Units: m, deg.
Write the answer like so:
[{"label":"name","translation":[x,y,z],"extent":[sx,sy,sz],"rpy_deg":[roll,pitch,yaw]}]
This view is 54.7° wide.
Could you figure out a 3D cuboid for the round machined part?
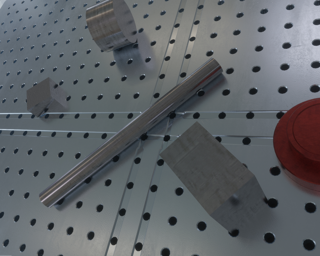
[{"label":"round machined part","translation":[0.163,0.010,0.306],"extent":[0.098,0.042,0.098],"rpy_deg":[-13,56,21]}]

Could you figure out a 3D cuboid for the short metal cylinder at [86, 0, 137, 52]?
[{"label":"short metal cylinder","translation":[-0.080,-0.174,0.522],"extent":[0.050,0.080,0.080],"rpy_deg":[-15,56,20]}]

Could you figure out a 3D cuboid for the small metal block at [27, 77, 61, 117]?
[{"label":"small metal block","translation":[-0.208,-0.055,0.551],"extent":[0.050,0.025,0.050],"rpy_deg":[-28,52,10]}]

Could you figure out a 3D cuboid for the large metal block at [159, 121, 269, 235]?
[{"label":"large metal block","translation":[0.056,0.051,0.312],"extent":[0.050,0.080,0.080],"rpy_deg":[-42,51,0]}]

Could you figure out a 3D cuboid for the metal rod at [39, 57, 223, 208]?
[{"label":"metal rod","translation":[-0.040,0.007,0.424],"extent":[0.300,0.025,0.025],"rpy_deg":[-38,51,2]}]
